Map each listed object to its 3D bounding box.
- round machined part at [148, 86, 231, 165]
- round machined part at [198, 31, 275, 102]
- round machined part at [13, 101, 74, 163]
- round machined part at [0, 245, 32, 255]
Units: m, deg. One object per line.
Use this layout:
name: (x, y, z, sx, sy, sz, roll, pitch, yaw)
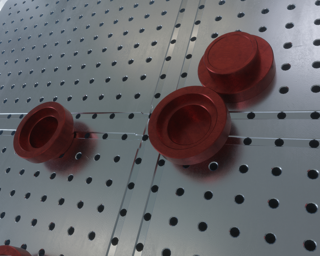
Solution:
round machined part: (0.038, 0.000, 0.378, 0.098, 0.042, 0.098, -13, 56, 21)
round machined part: (0.095, -0.085, 0.400, 0.098, 0.042, 0.098, -13, 56, 21)
round machined part: (-0.175, 0.010, 0.484, 0.098, 0.042, 0.098, -13, 56, 21)
round machined part: (-0.187, 0.197, 0.376, 0.098, 0.042, 0.098, -13, 56, 21)
